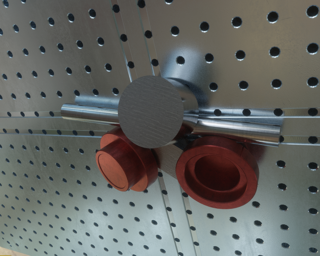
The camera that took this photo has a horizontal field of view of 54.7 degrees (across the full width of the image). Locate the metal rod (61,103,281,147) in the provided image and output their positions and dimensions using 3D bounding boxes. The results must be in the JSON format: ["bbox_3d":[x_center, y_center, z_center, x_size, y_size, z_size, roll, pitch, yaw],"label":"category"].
[{"bbox_3d":[-0.004,-0.008,0.403,0.301,0.025,0.025,7,122,24],"label":"metal rod"}]

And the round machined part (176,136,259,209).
[{"bbox_3d":[0.073,0.050,0.385,0.098,0.042,0.097,12,125,17],"label":"round machined part"}]

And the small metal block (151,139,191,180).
[{"bbox_3d":[0.016,0.034,0.419,0.050,0.025,0.050,32,129,7],"label":"small metal block"}]

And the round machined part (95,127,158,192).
[{"bbox_3d":[-0.053,0.050,0.437,0.098,0.042,0.097,29,137,31],"label":"round machined part"}]

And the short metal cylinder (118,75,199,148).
[{"bbox_3d":[-0.001,-0.019,0.360,0.080,0.050,0.079,1,94,25],"label":"short metal cylinder"}]
